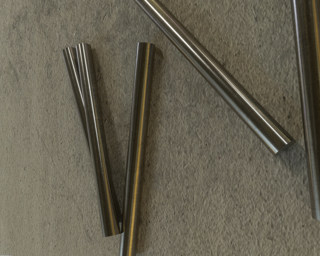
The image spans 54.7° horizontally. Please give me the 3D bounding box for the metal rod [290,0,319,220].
[{"bbox_3d":[0.140,-0.068,0.288,0.025,0.025,0.298,-7,86,40],"label":"metal rod"}]

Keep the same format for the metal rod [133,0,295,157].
[{"bbox_3d":[0.043,-0.089,0.369,0.025,0.025,0.300,-51,60,28],"label":"metal rod"}]

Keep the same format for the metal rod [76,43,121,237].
[{"bbox_3d":[-0.096,0.008,0.469,0.025,0.025,0.299,-24,71,37],"label":"metal rod"}]

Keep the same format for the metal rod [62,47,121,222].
[{"bbox_3d":[-0.111,0.005,0.497,0.025,0.025,0.299,-29,72,36],"label":"metal rod"}]

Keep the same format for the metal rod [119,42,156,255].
[{"bbox_3d":[-0.033,0.034,0.431,0.025,0.025,0.298,9,96,39],"label":"metal rod"}]
